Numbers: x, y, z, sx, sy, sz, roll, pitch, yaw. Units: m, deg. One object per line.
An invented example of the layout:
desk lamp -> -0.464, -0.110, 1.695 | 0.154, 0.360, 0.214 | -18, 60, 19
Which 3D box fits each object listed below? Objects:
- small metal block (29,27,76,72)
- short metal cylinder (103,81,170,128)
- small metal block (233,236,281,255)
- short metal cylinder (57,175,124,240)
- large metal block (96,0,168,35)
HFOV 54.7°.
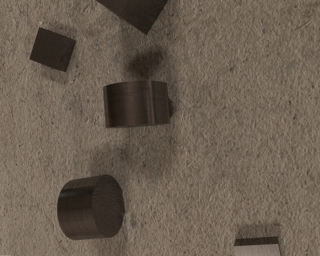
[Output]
small metal block -> -0.161, -0.117, 0.464 | 0.050, 0.025, 0.050 | 22, 97, 18
short metal cylinder -> -0.029, -0.027, 0.389 | 0.080, 0.080, 0.050 | -5, 89, 19
small metal block -> 0.118, 0.159, 0.367 | 0.050, 0.025, 0.050 | -11, 86, 19
short metal cylinder -> -0.089, 0.105, 0.410 | 0.050, 0.080, 0.080 | -11, 86, 19
large metal block -> -0.029, -0.175, 0.389 | 0.050, 0.080, 0.080 | 37, 102, 16
